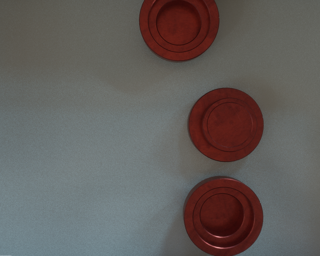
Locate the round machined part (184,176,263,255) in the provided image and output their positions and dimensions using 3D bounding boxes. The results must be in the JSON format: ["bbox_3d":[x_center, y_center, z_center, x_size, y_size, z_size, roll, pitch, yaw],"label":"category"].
[{"bbox_3d":[0.079,0.111,0.403,0.099,0.042,0.097,0,90,0],"label":"round machined part"}]

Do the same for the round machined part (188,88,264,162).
[{"bbox_3d":[0.087,-0.004,0.403,0.099,0.042,0.097,0,90,0],"label":"round machined part"}]

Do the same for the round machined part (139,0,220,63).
[{"bbox_3d":[0.024,-0.134,0.399,0.099,0.042,0.097,0,97,0],"label":"round machined part"}]
